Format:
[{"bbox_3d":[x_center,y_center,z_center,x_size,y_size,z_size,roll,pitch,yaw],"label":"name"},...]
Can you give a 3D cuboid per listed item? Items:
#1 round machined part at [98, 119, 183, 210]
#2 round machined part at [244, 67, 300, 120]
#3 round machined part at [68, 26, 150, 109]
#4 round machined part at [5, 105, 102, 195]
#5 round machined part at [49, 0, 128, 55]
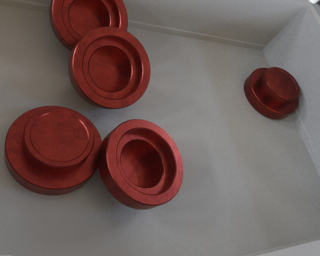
[{"bbox_3d":[-0.025,0.043,0.348,0.099,0.042,0.098,19,56,-30],"label":"round machined part"},{"bbox_3d":[0.200,-0.067,0.537,0.099,0.042,0.098,10,58,-17],"label":"round machined part"},{"bbox_3d":[-0.065,-0.072,0.386,0.099,0.042,0.097,-1,92,-30],"label":"round machined part"},{"bbox_3d":[-0.108,0.017,0.326,0.099,0.042,0.098,14,56,-21],"label":"round machined part"},{"bbox_3d":[-0.096,-0.144,0.412,0.099,0.042,0.097,-3,97,-30],"label":"round machined part"}]
